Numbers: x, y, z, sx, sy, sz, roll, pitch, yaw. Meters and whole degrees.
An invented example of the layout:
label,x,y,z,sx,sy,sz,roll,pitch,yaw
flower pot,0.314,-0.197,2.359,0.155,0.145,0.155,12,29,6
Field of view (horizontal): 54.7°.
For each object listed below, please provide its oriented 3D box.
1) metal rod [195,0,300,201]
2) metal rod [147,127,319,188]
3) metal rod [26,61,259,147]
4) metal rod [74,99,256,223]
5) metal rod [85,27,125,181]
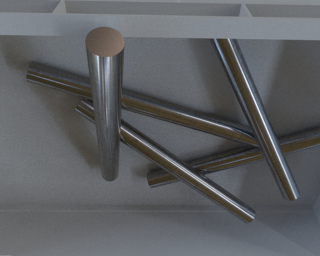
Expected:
label,x,y,z,sx,sy,sz,roll,pitch,yaw
metal rod,0.118,-0.015,0.376,0.025,0.025,0.299,-23,120,18
metal rod,0.125,0.039,0.444,0.301,0.025,0.025,-16,128,13
metal rod,-0.006,-0.025,0.387,0.302,0.025,0.025,16,128,-14
metal rod,0.018,0.051,0.426,0.301,0.025,0.025,35,122,-17
metal rod,-0.056,0.006,0.335,0.025,0.025,0.299,6,155,-6
